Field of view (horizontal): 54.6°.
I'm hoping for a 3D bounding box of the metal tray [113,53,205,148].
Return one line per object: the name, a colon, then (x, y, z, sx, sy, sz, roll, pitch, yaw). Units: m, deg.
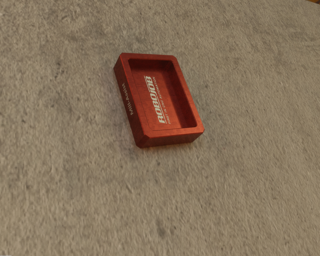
metal tray: (-0.003, -0.041, 0.423, 0.091, 0.030, 0.130, -5, 64, -30)
